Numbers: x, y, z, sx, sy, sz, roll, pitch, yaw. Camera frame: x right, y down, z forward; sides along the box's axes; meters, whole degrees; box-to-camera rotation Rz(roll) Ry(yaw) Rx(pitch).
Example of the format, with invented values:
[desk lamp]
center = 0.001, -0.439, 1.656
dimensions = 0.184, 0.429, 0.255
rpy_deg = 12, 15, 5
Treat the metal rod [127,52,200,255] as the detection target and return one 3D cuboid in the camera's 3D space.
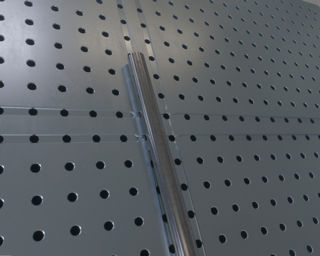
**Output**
[metal rod]
center = 0.000, 0.030, 0.389
dimensions = 0.025, 0.025, 0.299
rpy_deg = -1, 62, -29
